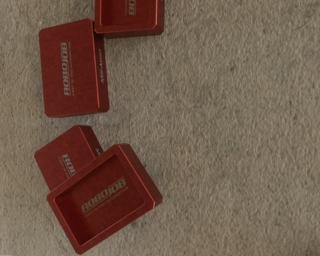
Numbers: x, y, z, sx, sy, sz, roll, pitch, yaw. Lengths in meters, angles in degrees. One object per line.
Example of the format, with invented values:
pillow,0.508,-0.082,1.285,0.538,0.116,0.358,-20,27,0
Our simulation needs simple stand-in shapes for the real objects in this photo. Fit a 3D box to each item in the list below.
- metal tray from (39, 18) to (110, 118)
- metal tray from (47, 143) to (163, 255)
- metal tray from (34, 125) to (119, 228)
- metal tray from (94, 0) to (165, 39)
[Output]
metal tray,-0.125,-0.083,0.449,0.090,0.030,0.129,-6,88,19
metal tray,-0.073,0.090,0.398,0.130,0.030,0.090,-36,79,15
metal tray,-0.115,0.072,0.445,0.090,0.030,0.130,-32,80,17
metal tray,-0.041,-0.192,0.419,0.090,0.030,0.129,2,91,19
